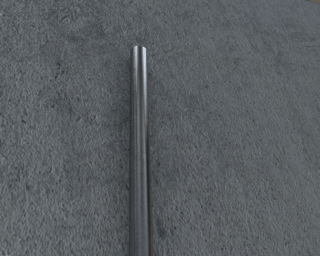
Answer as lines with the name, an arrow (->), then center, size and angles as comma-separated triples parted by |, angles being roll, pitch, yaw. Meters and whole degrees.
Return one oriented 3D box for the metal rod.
metal rod -> -0.025, 0.018, 0.378 | 0.025, 0.025, 0.299 | 11, 57, -22
